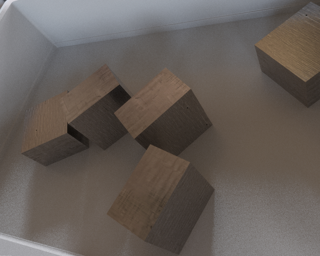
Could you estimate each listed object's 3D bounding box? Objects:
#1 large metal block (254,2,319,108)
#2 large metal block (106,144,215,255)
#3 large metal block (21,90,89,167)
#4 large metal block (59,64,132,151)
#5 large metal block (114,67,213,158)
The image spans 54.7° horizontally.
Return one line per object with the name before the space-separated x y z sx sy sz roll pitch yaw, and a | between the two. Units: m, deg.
large metal block | 0.170 -0.084 0.352 0.080 0.050 0.080 -37 51 3
large metal block | 0.005 0.076 0.321 0.050 0.080 0.080 22 74 36
large metal block | -0.158 0.001 0.472 0.080 0.050 0.080 -23 53 14
large metal block | -0.075 -0.026 0.426 0.080 0.080 0.050 -37 51 3
large metal block | 0.007 -0.011 0.374 0.080 0.080 0.050 -42 51 0
